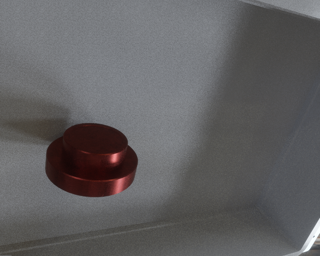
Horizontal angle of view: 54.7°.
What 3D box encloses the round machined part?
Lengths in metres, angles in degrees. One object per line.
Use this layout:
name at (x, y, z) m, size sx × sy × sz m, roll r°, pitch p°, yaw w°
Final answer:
round machined part at (-0.073, 0.028, 0.340) m, size 0.099 × 0.098 × 0.042 m, roll -1°, pitch 119°, yaw -29°
